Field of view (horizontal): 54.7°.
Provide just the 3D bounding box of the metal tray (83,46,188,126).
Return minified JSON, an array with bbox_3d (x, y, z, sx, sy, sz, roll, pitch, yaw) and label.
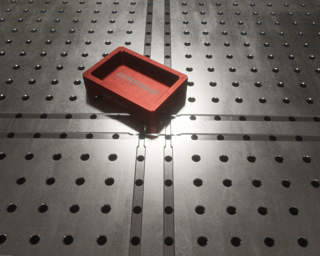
[{"bbox_3d":[-0.036,-0.067,0.459,0.130,0.030,0.090,29,55,21],"label":"metal tray"}]
